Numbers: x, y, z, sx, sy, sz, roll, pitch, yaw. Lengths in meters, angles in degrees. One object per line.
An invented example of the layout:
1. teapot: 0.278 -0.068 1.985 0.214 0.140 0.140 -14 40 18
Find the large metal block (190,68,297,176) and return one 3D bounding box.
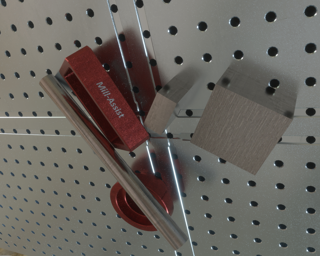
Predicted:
1. large metal block: 0.090 -0.008 0.342 0.080 0.050 0.079 27 128 10

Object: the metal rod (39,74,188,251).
1. metal rod: -0.069 0.042 0.432 0.300 0.025 0.025 49 129 8

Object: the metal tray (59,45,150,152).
1. metal tray: -0.074 -0.032 0.395 0.130 0.030 0.090 57 161 -13

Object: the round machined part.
1. round machined part: -0.024 0.108 0.478 0.098 0.042 0.097 13 124 20

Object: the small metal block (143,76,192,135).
1. small metal block: 0.010 -0.027 0.372 0.025 0.050 0.050 32 128 7
